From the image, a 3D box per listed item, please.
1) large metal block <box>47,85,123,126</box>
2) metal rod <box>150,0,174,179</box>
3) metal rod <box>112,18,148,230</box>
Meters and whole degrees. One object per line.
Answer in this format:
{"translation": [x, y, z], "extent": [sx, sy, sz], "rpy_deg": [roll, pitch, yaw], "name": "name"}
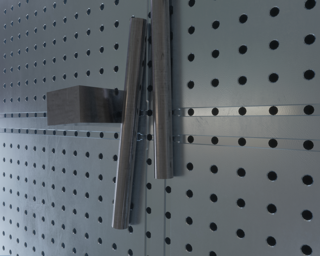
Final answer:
{"translation": [-0.111, -0.030, 0.465], "extent": [0.080, 0.081, 0.050], "rpy_deg": [-4, 88, 40], "name": "large metal block"}
{"translation": [0.002, -0.084, 0.407], "extent": [0.025, 0.025, 0.298], "rpy_deg": [-2, 89, 40], "name": "metal rod"}
{"translation": [-0.044, -0.003, 0.445], "extent": [0.025, 0.025, 0.298], "rpy_deg": [10, 96, 39], "name": "metal rod"}
